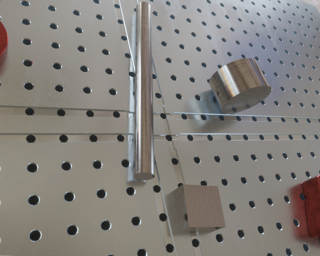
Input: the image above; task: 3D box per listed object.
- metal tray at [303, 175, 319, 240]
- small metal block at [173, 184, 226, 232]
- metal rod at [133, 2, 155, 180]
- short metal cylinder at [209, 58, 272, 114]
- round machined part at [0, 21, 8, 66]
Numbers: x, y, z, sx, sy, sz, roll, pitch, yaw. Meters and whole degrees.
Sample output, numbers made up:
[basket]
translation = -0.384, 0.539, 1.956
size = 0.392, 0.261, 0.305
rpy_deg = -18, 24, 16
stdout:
[metal tray]
translation = 0.287, 0.136, 0.479
size = 0.131, 0.030, 0.090
rpy_deg = 21, 54, -16
[small metal block]
translation = 0.047, 0.098, 0.376
size = 0.050, 0.025, 0.050
rpy_deg = 8, 58, -25
[metal rod]
translation = -0.023, -0.072, 0.440
size = 0.025, 0.025, 0.299
rpy_deg = 12, 57, -22
[short metal cylinder]
translation = 0.123, -0.063, 0.480
size = 0.081, 0.080, 0.050
rpy_deg = -6, 65, -31
[round machined part]
translation = -0.223, -0.107, 0.342
size = 0.099, 0.042, 0.098
rpy_deg = 14, 56, -21
